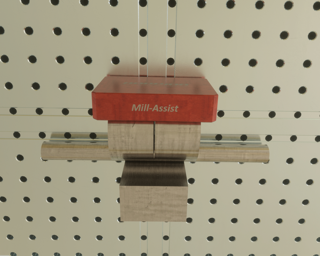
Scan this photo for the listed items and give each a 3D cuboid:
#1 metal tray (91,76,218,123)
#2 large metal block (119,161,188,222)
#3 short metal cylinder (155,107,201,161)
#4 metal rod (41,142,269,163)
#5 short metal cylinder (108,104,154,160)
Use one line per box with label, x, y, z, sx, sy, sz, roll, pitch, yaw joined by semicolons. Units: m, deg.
metal tray;-0.005;-0.036;0.361;0.131;0.090;0.030;1;110;-1
large metal block;-0.008;0.077;0.408;0.081;0.080;0.050;1;110;-1
short metal cylinder;0.020;0.000;0.381;0.050;0.080;0.079;2;110;-1
metal rod;-0.006;0.033;0.421;0.302;0.025;0.025;1;110;-1
short metal cylinder;-0.033;-0.001;0.381;0.050;0.080;0.079;1;110;0
